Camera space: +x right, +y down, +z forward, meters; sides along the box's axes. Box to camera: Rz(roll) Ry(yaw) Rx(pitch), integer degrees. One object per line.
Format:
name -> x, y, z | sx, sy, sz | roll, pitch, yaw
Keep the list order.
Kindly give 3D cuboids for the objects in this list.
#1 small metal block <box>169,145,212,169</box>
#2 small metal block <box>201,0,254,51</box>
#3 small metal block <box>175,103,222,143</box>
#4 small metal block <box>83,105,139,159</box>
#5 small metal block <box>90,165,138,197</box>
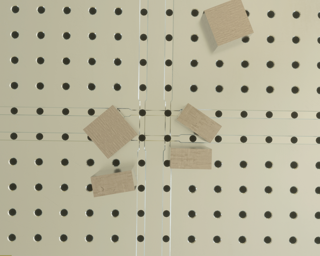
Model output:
small metal block -> 0.038, 0.037, 0.401 | 0.050, 0.050, 0.025 | 1, 90, -1
small metal block -> 0.090, -0.138, 0.415 | 0.050, 0.025, 0.050 | -21, 90, -1
small metal block -> 0.048, -0.006, 0.402 | 0.050, 0.050, 0.025 | 35, 90, -1
small metal block -> -0.064, 0.005, 0.413 | 0.050, 0.025, 0.050 | -40, 91, 0
small metal block -> -0.057, 0.068, 0.400 | 0.050, 0.050, 0.025 | -10, 90, 0
